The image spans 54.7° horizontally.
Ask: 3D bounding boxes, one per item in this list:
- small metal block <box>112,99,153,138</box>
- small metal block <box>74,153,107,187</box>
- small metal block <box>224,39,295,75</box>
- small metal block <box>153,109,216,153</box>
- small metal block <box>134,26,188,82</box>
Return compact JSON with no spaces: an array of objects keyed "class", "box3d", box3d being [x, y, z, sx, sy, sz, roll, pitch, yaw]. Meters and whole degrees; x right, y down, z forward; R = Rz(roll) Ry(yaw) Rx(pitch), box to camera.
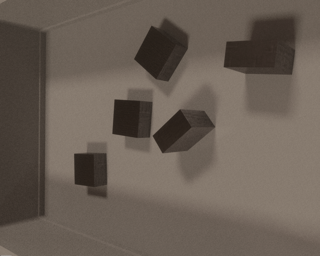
[{"class":"small metal block","box3d":[-0.039,-0.014,0.437,0.050,0.025,0.050,7,95,39]},{"class":"small metal block","box3d":[-0.112,0.066,0.496,0.050,0.025,0.050,-2,89,39]},{"class":"small metal block","box3d":[0.099,-0.069,0.308,0.050,0.050,0.025,10,96,39]},{"class":"small metal block","box3d":[0.029,0.004,0.365,0.050,0.050,0.025,-44,64,31]},{"class":"small metal block","box3d":[0.000,-0.097,0.405,0.050,0.025,0.050,46,117,30]}]
